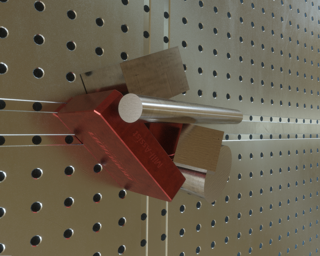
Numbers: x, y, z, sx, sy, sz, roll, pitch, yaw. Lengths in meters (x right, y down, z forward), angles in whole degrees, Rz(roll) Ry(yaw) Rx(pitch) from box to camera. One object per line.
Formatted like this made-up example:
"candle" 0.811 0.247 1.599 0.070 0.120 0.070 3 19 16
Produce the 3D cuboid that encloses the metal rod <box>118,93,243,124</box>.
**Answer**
"metal rod" 0.051 -0.018 0.392 0.302 0.025 0.025 -1 91 -60

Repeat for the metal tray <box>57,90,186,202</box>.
"metal tray" -0.041 0.021 0.333 0.030 0.090 0.130 -51 121 -28

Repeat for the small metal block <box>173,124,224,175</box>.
"small metal block" 0.047 0.025 0.378 0.025 0.050 0.050 74 31 -73

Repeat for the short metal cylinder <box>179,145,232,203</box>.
"short metal cylinder" 0.059 0.057 0.429 0.081 0.050 0.079 -26 123 -48

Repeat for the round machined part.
"round machined part" -0.001 0.006 0.403 0.099 0.042 0.097 0 90 -40

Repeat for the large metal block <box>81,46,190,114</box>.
"large metal block" -0.028 -0.052 0.349 0.081 0.080 0.050 -27 107 -37
